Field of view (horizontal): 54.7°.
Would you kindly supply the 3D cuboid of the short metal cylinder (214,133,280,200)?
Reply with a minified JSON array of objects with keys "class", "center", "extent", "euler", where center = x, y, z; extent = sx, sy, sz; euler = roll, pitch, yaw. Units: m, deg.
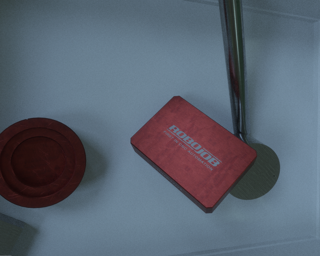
[{"class":"short metal cylinder","center":[0.117,0.052,0.431],"extent":[0.081,0.050,0.079],"euler":[-2,104,-9]}]

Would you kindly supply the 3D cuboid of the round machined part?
[{"class":"round machined part","center":[-0.137,0.037,0.351],"extent":[0.099,0.042,0.097],"euler":[0,90,-21]}]

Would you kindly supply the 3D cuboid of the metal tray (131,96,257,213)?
[{"class":"metal tray","center":[0.040,0.029,0.385],"extent":[0.130,0.030,0.090],"euler":[39,74,23]}]

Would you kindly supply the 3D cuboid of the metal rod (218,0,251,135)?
[{"class":"metal rod","center":[0.087,-0.108,0.367],"extent":[0.025,0.025,0.299],"euler":[-32,130,-17]}]

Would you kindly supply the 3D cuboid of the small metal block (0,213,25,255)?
[{"class":"small metal block","center":[-0.187,0.122,0.342],"extent":[0.050,0.025,0.050],"euler":[30,80,-18]}]
